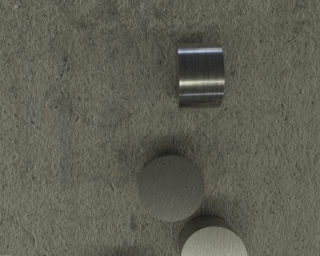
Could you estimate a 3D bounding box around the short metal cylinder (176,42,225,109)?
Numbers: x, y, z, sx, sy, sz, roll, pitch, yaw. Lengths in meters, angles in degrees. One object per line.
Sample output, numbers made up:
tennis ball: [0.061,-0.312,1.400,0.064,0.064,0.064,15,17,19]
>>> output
short metal cylinder: [0.046,-0.064,0.383,0.050,0.080,0.080,-2,90,0]

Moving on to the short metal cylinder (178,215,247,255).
short metal cylinder: [0.065,0.158,0.398,0.081,0.050,0.080,0,90,0]

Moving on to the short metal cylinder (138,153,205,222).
short metal cylinder: [0.014,0.073,0.397,0.081,0.050,0.080,0,90,0]
